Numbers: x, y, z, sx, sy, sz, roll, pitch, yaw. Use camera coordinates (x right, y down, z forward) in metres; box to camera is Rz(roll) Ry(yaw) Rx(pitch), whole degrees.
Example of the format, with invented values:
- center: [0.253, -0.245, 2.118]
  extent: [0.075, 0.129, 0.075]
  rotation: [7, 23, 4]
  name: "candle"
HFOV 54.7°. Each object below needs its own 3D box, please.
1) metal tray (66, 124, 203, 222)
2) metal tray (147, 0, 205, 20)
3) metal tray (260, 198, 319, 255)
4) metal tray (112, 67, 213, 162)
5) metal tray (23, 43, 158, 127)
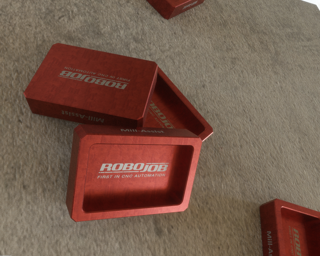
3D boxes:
- center: [-0.025, 0.046, 0.324]
  extent: [0.131, 0.089, 0.030]
  rotation: [3, 16, -27]
  name: "metal tray"
- center: [0.025, -0.259, 0.574]
  extent: [0.090, 0.030, 0.131]
  rotation: [47, 51, 4]
  name: "metal tray"
- center: [0.178, 0.166, 0.397]
  extent: [0.091, 0.030, 0.130]
  rotation: [20, 54, -17]
  name: "metal tray"
- center: [-0.002, -0.018, 0.412]
  extent: [0.130, 0.030, 0.091]
  rotation: [50, 51, 6]
  name: "metal tray"
- center: [-0.075, -0.048, 0.361]
  extent: [0.131, 0.030, 0.090]
  rotation: [12, 55, 2]
  name: "metal tray"
